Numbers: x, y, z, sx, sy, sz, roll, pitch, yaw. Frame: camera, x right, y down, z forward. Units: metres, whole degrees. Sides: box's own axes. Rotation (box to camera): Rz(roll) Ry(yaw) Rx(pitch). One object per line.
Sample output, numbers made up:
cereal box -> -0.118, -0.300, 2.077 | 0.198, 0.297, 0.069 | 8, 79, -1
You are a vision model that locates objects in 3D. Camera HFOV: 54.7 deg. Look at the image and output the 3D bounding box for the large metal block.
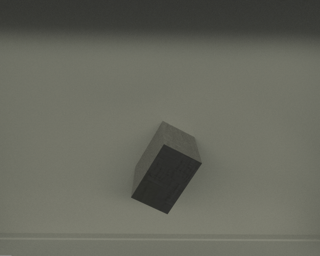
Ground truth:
large metal block -> 0.007, 0.048, 0.400 | 0.050, 0.080, 0.080 | 28, 108, -10
